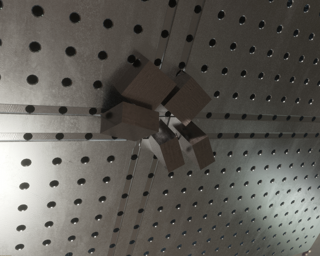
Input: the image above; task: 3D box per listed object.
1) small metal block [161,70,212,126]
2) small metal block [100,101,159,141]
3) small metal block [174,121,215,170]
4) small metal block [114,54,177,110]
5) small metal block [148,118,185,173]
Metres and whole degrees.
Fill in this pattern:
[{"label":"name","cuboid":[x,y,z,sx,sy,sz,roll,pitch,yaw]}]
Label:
[{"label":"small metal block","cuboid":[0.032,-0.038,0.407,0.050,0.025,0.050,-47,130,4]},{"label":"small metal block","cuboid":[-0.036,-0.006,0.371,0.050,0.050,0.025,15,66,-35]},{"label":"small metal block","cuboid":[0.049,0.023,0.438,0.025,0.050,0.050,-30,129,-9]},{"label":"small metal block","cuboid":[-0.017,-0.051,0.372,0.050,0.025,0.050,-50,129,6]},{"label":"small metal block","cuboid":[0.006,0.023,0.414,0.025,0.050,0.050,-27,128,-12]}]
